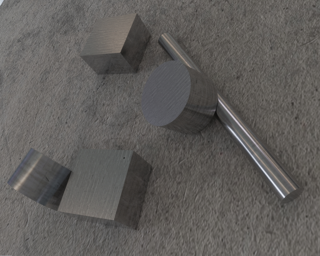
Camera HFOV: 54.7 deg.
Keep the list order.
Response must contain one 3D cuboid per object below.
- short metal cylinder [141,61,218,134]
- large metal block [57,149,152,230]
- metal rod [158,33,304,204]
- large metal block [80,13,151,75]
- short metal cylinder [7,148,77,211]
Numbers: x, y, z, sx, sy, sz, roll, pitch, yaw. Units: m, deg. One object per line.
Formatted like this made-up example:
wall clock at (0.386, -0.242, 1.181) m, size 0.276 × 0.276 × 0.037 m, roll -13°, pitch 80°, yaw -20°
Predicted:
short metal cylinder at (0.023, -0.036, 0.380) m, size 0.080 × 0.050 × 0.080 m, roll -16°, pitch 67°, yaw 42°
large metal block at (-0.064, 0.073, 0.377) m, size 0.080 × 0.050 × 0.080 m, roll 0°, pitch 61°, yaw 28°
metal rod at (0.068, -0.036, 0.390) m, size 0.025 × 0.025 × 0.300 m, roll -35°, pitch 51°, yaw 5°
large metal block at (-0.071, -0.136, 0.509) m, size 0.080 × 0.050 × 0.080 m, roll 4°, pitch 63°, yaw 29°
short metal cylinder at (-0.147, 0.067, 0.404) m, size 0.080 × 0.080 × 0.050 m, roll 20°, pitch 73°, yaw 35°
